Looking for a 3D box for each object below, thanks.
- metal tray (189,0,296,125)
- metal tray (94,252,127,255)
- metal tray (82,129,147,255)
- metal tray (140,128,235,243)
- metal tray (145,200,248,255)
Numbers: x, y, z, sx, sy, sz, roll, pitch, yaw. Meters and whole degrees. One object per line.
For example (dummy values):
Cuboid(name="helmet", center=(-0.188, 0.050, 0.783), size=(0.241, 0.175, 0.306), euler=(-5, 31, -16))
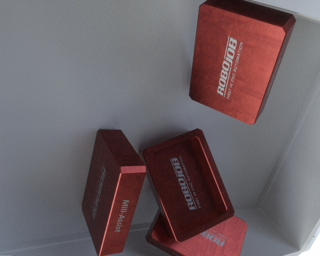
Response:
Cuboid(name="metal tray", center=(0.084, -0.073, 0.348), size=(0.030, 0.090, 0.129), euler=(-48, 154, -35))
Cuboid(name="metal tray", center=(-0.120, 0.250, 0.498), size=(0.131, 0.030, 0.089), euler=(5, 116, -31))
Cuboid(name="metal tray", center=(-0.062, 0.078, 0.381), size=(0.030, 0.090, 0.129), euler=(2, 117, -30))
Cuboid(name="metal tray", center=(0.036, 0.076, 0.424), size=(0.091, 0.030, 0.129), euler=(-21, 87, -17))
Cuboid(name="metal tray", center=(0.056, 0.153, 0.457), size=(0.130, 0.090, 0.030), euler=(29, 146, -2))
